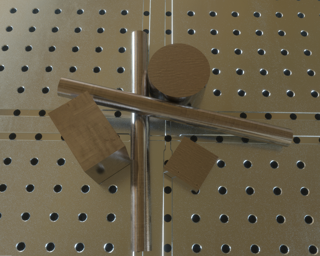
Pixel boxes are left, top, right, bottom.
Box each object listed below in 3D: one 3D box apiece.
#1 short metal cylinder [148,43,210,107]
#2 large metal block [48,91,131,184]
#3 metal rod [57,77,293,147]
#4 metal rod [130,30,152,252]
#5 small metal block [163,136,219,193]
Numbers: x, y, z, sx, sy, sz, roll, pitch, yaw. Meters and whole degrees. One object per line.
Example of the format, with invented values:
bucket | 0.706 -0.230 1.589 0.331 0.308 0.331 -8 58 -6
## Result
short metal cylinder | 0.025 -0.067 0.423 0.081 0.050 0.080 0 70 0
large metal block | -0.081 0.015 0.375 0.050 0.080 0.080 -33 74 -11
metal rod | 0.023 -0.019 0.399 0.302 0.025 0.025 12 70 -4
metal rod | -0.026 0.003 0.410 0.025 0.025 0.299 -1 70 -1
small metal block | 0.039 0.047 0.396 0.050 0.025 0.050 32 73 10
